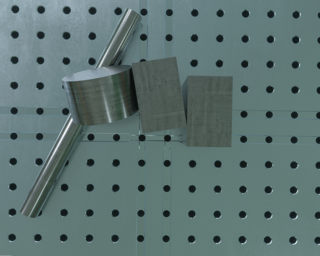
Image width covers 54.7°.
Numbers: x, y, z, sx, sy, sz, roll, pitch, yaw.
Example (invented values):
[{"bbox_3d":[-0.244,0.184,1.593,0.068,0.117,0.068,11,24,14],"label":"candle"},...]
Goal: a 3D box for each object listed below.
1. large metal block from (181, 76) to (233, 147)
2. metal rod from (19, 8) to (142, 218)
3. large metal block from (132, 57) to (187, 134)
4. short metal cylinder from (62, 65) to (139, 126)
[{"bbox_3d":[0.056,-0.019,0.387,0.050,0.080,0.079,1,90,-1],"label":"large metal block"},{"bbox_3d":[-0.105,-0.020,0.411,0.025,0.025,0.299,28,90,-1],"label":"metal rod"},{"bbox_3d":[-0.001,-0.037,0.386,0.050,0.080,0.080,-9,90,0],"label":"large metal block"},{"bbox_3d":[-0.068,-0.041,0.364,0.080,0.080,0.050,-10,110,-1],"label":"short metal cylinder"}]
